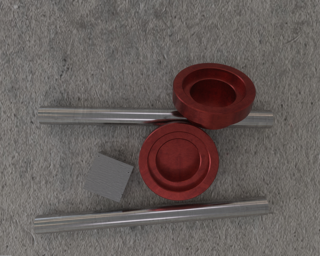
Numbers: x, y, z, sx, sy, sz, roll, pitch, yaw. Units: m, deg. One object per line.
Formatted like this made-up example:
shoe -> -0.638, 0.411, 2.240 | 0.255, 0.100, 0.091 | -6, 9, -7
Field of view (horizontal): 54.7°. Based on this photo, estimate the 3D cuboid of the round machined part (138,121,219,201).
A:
round machined part -> 0.023, 0.040, 0.398 | 0.099, 0.042, 0.097 | 0, 96, -1

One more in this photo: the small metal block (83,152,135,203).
small metal block -> -0.066, 0.063, 0.410 | 0.050, 0.025, 0.050 | 22, 90, 0

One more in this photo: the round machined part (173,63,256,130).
round machined part -> 0.064, -0.036, 0.385 | 0.099, 0.042, 0.098 | 1, 46, -1

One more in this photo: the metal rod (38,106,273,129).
metal rod -> -0.005, -0.014, 0.409 | 0.302, 0.025, 0.025 | 1, 90, 0

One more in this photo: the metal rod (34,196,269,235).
metal rod -> -0.010, 0.115, 0.409 | 0.302, 0.025, 0.025 | -5, 90, 0
